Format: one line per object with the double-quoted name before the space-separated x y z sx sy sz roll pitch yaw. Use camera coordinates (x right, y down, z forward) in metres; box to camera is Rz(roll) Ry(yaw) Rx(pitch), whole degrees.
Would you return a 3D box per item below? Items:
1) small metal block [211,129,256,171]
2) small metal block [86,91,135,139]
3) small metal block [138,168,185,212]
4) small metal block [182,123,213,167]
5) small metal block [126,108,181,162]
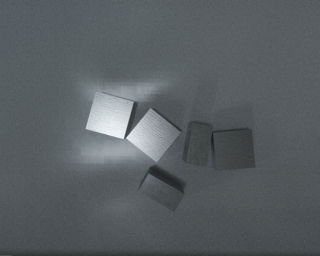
"small metal block" 0.096 0.028 0.410 0.050 0.025 0.050 -6 90 -1
"small metal block" -0.064 -0.016 0.408 0.050 0.025 0.050 15 90 -1
"small metal block" 0.002 0.077 0.397 0.050 0.050 0.025 30 91 -1
"small metal block" 0.047 0.020 0.398 0.025 0.050 0.050 10 90 -1
"small metal block" -0.008 0.009 0.409 0.050 0.025 0.050 39 90 -1
